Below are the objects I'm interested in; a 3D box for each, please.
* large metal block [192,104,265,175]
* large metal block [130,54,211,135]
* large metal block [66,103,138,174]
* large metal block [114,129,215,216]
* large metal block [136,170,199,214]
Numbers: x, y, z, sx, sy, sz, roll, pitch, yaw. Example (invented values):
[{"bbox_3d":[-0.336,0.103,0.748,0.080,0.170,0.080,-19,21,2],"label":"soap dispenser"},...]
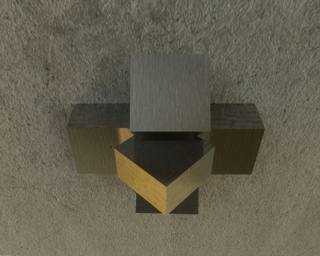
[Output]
[{"bbox_3d":[0.081,0.015,0.403,0.081,0.050,0.079,0,130,-1],"label":"large metal block"},{"bbox_3d":[0.010,-0.034,0.337,0.081,0.080,0.050,0,174,0],"label":"large metal block"},{"bbox_3d":[-0.068,0.014,0.403,0.081,0.050,0.079,0,130,0],"label":"large metal block"},{"bbox_3d":[0.005,0.041,0.364,0.080,0.081,0.050,32,140,32],"label":"large metal block"},{"bbox_3d":[0.009,0.087,0.439,0.081,0.080,0.050,2,87,-1],"label":"large metal block"}]
